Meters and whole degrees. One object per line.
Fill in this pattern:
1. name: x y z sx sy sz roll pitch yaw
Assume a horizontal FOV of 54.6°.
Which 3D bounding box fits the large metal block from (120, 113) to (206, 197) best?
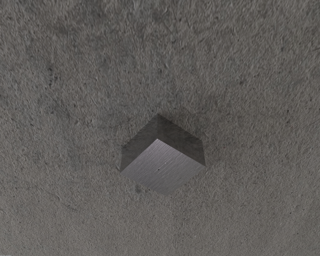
1. large metal block: 0.003 0.039 0.424 0.080 0.050 0.080 31 123 -24
